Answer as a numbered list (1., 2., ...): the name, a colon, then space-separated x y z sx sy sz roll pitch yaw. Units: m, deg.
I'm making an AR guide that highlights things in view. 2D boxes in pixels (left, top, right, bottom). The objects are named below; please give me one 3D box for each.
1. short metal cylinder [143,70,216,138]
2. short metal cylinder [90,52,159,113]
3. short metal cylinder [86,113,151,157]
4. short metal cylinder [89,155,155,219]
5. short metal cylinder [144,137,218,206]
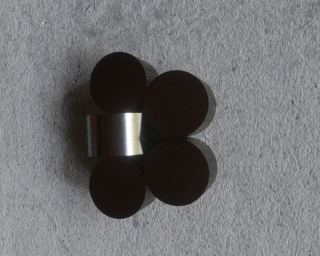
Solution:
1. short metal cylinder: 0.026 -0.028 0.387 0.080 0.050 0.080 0 91 20
2. short metal cylinder: -0.045 -0.056 0.413 0.080 0.050 0.080 0 90 21
3. short metal cylinder: -0.053 0.008 0.400 0.080 0.080 0.050 -3 89 20
4. short metal cylinder: -0.046 0.074 0.413 0.080 0.050 0.080 0 90 21
5. short metal cylinder: 0.027 0.052 0.387 0.080 0.050 0.080 0 91 21
